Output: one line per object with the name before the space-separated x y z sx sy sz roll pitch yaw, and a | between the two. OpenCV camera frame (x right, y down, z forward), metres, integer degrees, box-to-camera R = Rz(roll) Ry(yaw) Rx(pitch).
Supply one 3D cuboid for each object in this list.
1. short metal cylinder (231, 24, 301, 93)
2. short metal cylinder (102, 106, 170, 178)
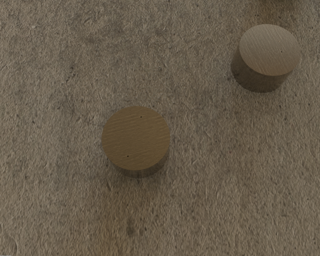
short metal cylinder | 0.145 -0.095 0.431 0.081 0.050 0.080 0 70 0
short metal cylinder | -0.028 0.019 0.388 0.081 0.050 0.080 0 70 0
